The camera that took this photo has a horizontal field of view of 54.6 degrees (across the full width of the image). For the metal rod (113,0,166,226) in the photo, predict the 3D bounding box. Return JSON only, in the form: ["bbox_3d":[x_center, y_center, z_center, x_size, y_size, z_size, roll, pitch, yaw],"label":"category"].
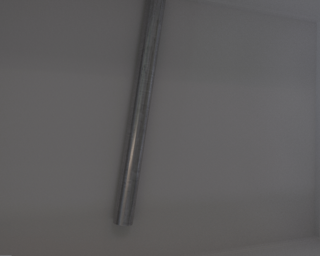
[{"bbox_3d":[-0.025,-0.027,0.400,0.025,0.025,0.299,9,87,-20],"label":"metal rod"}]
